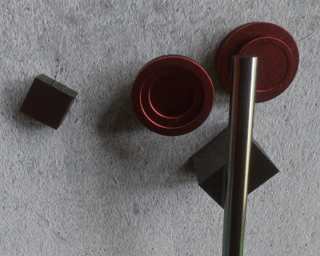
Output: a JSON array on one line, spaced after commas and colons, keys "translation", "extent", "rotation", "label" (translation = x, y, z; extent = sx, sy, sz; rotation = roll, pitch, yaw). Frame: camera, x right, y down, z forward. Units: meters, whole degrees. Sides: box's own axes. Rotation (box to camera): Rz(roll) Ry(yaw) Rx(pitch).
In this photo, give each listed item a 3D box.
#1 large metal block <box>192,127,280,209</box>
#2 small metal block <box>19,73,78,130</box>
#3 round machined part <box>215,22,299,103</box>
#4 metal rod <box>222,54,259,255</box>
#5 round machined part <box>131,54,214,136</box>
[{"translation": [0.092, 0.045, 0.398], "extent": [0.080, 0.080, 0.050], "rotation": [-41, 105, 13], "label": "large metal block"}, {"translation": [-0.141, -0.034, 0.396], "extent": [0.050, 0.025, 0.050], "rotation": [29, 107, -11], "label": "small metal block"}, {"translation": [0.119, -0.076, 0.374], "extent": [0.099, 0.042, 0.097], "rotation": [0, 110, 0], "label": "round machined part"}, {"translation": [0.087, 0.070, 0.350], "extent": [0.025, 0.025, 0.298], "rotation": [-2, 110, 0], "label": "metal rod"}, {"translation": [0.015, -0.042, 0.385], "extent": [0.099, 0.042, 0.097], "rotation": [0, 110, 0], "label": "round machined part"}]
